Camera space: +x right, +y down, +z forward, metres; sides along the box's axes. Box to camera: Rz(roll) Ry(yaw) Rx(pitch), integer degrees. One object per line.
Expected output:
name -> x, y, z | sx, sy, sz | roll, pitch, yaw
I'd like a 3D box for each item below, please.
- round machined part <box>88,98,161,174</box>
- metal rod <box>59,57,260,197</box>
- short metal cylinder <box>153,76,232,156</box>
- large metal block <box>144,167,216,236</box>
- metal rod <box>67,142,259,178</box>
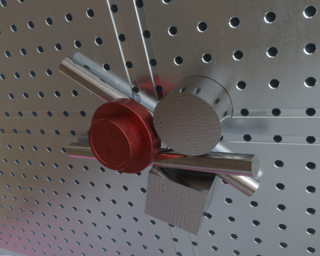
round machined part -> -0.051, 0.015, 0.391 | 0.098, 0.042, 0.097 | 14, 117, 29
metal rod -> -0.005, -0.005, 0.410 | 0.301, 0.025, 0.025 | 33, 129, 5
short metal cylinder -> 0.039, -0.014, 0.363 | 0.080, 0.050, 0.079 | 13, 124, 20
large metal block -> 0.028, 0.090, 0.432 | 0.080, 0.050, 0.079 | 18, 126, 17
metal rod -> -0.020, 0.038, 0.420 | 0.300, 0.025, 0.025 | 1, 119, 35
